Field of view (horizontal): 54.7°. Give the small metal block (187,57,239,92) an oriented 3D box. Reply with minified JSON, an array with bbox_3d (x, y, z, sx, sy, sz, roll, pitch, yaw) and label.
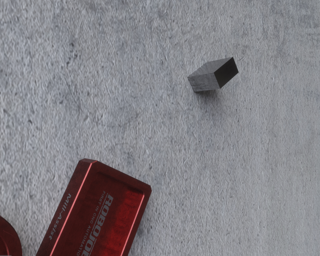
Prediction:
[{"bbox_3d":[0.078,-0.078,0.453,0.050,0.050,0.025,-41,115,-32],"label":"small metal block"}]

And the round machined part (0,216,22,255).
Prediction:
[{"bbox_3d":[-0.170,0.110,0.251,0.099,0.042,0.097,0,90,-40],"label":"round machined part"}]

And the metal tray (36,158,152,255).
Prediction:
[{"bbox_3d":[-0.070,0.110,0.342,0.090,0.030,0.130,33,70,-35],"label":"metal tray"}]
